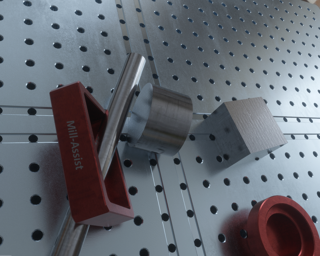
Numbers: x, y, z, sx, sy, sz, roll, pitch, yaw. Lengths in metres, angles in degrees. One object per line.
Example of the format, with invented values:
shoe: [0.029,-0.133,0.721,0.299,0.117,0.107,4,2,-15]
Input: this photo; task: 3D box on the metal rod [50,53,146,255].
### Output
metal rod: [-0.065,0.040,0.322,0.025,0.025,0.300,23,61,-14]

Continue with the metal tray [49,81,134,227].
metal tray: [-0.066,0.029,0.312,0.030,0.090,0.130,-19,68,3]

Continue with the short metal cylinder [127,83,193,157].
short metal cylinder: [-0.002,-0.009,0.378,0.050,0.080,0.080,17,55,-19]

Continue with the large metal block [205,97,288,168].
large metal block: [0.126,0.004,0.457,0.081,0.050,0.080,-10,67,-33]

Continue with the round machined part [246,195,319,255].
round machined part: [0.150,0.139,0.393,0.099,0.042,0.098,14,56,-21]
